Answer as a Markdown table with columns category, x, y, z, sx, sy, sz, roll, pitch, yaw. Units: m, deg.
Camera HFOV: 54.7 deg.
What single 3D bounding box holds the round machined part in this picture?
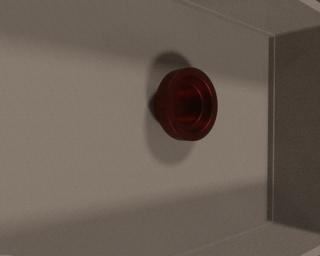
| category | x | y | z | sx | sy | sz | roll | pitch | yaw |
| --- | --- | --- | --- | --- | --- | --- | --- | --- | --- |
| round machined part | 0.031 | -0.031 | 0.424 | 0.099 | 0.042 | 0.097 | 0 | 90 | -40 |
